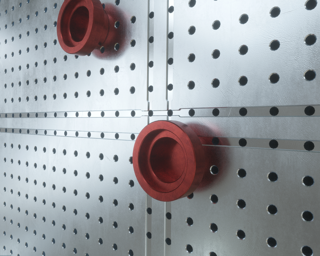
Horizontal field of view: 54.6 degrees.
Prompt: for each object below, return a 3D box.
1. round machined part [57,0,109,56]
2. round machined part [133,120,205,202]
[{"bbox_3d":[-0.121,-0.165,0.500,0.098,0.042,0.097,0,90,40],"label":"round machined part"},{"bbox_3d":[0.015,0.039,0.387,0.098,0.042,0.097,0,90,40],"label":"round machined part"}]
